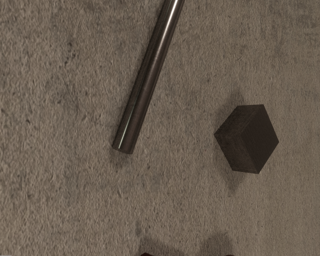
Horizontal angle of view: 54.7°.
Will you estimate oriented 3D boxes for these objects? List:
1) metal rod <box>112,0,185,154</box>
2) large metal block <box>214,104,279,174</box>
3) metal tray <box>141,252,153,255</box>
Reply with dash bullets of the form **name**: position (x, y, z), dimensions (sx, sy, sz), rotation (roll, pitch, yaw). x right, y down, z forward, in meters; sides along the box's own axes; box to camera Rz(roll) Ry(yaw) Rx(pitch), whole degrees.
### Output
- **metal rod**: position (0.000, -0.110, 0.406), dimensions (0.025, 0.025, 0.299), rotation (29, 72, -37)
- **large metal block**: position (0.145, 0.017, 0.513), dimensions (0.080, 0.050, 0.080), rotation (-46, 118, -31)
- **metal tray**: position (-0.009, 0.239, 0.396), dimensions (0.090, 0.030, 0.130), rotation (37, 67, -34)
